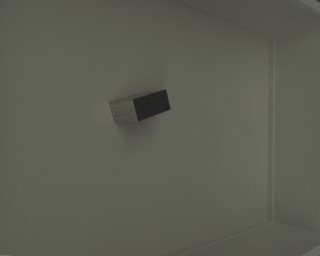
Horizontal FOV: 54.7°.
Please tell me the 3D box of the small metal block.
[{"bbox_3d":[-0.025,-0.027,0.371,0.050,0.050,0.025,-22,104,-38],"label":"small metal block"}]
